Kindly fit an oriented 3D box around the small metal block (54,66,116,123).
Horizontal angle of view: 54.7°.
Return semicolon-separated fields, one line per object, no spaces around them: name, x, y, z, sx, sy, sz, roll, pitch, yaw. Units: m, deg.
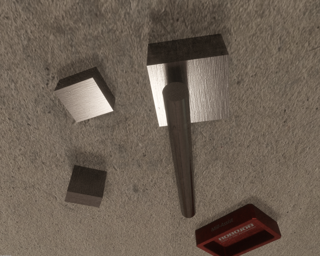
small metal block;-0.089;-0.039;0.372;0.050;0.025;0.050;-17;129;13

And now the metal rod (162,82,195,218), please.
metal rod;0.032;0.054;0.411;0.025;0.025;0.299;-6;143;4

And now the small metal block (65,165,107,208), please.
small metal block;-0.110;0.087;0.463;0.050;0.050;0.025;14;129;-12

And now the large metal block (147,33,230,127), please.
large metal block;0.033;-0.052;0.347;0.080;0.050;0.080;-7;130;5

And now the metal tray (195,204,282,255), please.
metal tray;0.142;0.197;0.573;0.130;0.030;0.090;-37;122;27
